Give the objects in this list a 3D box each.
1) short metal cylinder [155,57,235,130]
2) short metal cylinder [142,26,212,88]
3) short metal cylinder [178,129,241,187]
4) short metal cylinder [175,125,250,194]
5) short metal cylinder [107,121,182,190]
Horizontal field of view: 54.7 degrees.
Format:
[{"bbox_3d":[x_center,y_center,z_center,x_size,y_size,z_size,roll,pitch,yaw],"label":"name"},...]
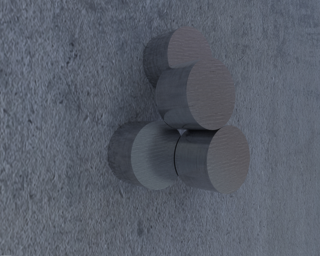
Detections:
[{"bbox_3d":[0.042,-0.038,0.359,0.081,0.050,0.080,0,90,-40],"label":"short metal cylinder"},{"bbox_3d":[0.024,-0.088,0.410,0.081,0.050,0.080,0,90,-40],"label":"short metal cylinder"},{"bbox_3d":[0.073,0.042,0.450,0.081,0.050,0.080,0,90,-40],"label":"short metal cylinder"},{"bbox_3d":[0.065,0.037,0.378,0.081,0.050,0.080,0,90,-40],"label":"short metal cylinder"},{"bbox_3d":[-0.016,0.031,0.376,0.081,0.050,0.080,0,90,-40],"label":"short metal cylinder"}]
